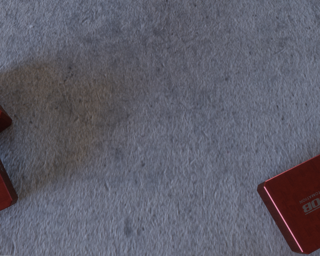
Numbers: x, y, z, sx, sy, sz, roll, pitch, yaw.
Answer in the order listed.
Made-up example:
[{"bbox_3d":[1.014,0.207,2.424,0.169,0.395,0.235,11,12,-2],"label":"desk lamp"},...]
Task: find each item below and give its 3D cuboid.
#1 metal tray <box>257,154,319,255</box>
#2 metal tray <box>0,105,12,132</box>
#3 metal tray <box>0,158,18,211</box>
[{"bbox_3d":[0.199,0.082,0.378,0.131,0.030,0.090,-24,72,-9],"label":"metal tray"},{"bbox_3d":[-0.277,-0.003,0.403,0.130,0.030,0.090,-40,75,-14],"label":"metal tray"},{"bbox_3d":[-0.239,0.049,0.361,0.091,0.030,0.129,-25,90,-14],"label":"metal tray"}]
